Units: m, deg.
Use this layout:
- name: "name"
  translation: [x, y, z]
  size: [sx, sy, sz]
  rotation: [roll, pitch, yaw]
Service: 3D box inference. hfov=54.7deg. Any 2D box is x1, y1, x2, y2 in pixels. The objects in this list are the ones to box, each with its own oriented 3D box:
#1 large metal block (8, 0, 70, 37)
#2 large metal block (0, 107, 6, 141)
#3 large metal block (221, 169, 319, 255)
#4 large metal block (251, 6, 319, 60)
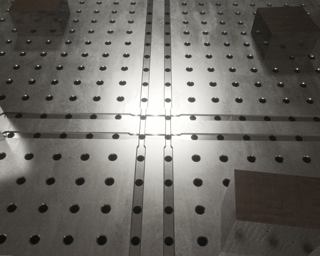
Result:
- name: "large metal block"
  translation: [-0.217, -0.212, 0.567]
  size: [0.081, 0.050, 0.080]
  rotation: [-1, 50, -1]
- name: "large metal block"
  translation: [-0.249, -0.017, 0.383]
  size: [0.081, 0.080, 0.050]
  rotation: [-16, 52, -13]
- name: "large metal block"
  translation: [0.106, 0.087, 0.301]
  size: [0.080, 0.080, 0.050]
  rotation: [5, 50, 4]
- name: "large metal block"
  translation: [0.212, -0.165, 0.533]
  size: [0.081, 0.050, 0.080]
  rotation: [-4, 50, -4]
